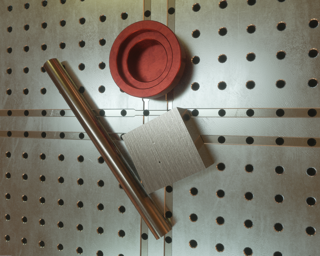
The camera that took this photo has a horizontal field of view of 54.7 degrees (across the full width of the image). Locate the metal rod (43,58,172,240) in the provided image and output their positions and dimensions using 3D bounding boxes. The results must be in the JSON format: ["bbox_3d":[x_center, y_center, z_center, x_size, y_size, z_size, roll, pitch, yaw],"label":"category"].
[{"bbox_3d":[-0.080,0.022,0.440,0.025,0.025,0.299,-39,78,16],"label":"metal rod"}]

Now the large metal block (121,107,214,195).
[{"bbox_3d":[0.011,0.028,0.395,0.080,0.050,0.080,-27,81,18],"label":"large metal block"}]

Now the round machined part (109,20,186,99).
[{"bbox_3d":[-0.014,-0.087,0.408,0.098,0.042,0.097,0,90,20],"label":"round machined part"}]
